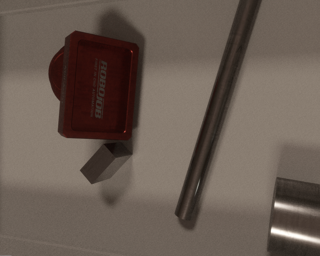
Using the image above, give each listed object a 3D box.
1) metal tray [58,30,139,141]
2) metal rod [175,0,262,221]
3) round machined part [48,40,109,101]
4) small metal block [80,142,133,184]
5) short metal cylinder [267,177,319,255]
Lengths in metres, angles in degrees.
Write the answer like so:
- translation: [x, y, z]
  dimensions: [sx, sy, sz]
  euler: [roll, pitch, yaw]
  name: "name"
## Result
- translation: [-0.079, -0.051, 0.403]
  dimensions: [0.030, 0.091, 0.129]
  euler: [8, 94, 60]
  name: "metal tray"
- translation: [0.073, -0.029, 0.384]
  dimensions: [0.025, 0.025, 0.298]
  euler: [18, 96, 18]
  name: "metal rod"
- translation: [-0.118, -0.077, 0.442]
  dimensions: [0.098, 0.042, 0.097]
  euler: [0, 90, 19]
  name: "round machined part"
- translation: [-0.072, 0.046, 0.421]
  dimensions: [0.025, 0.050, 0.050]
  euler: [46, 104, 14]
  name: "small metal block"
- translation: [0.146, 0.096, 0.330]
  dimensions: [0.050, 0.080, 0.079]
  euler: [8, 93, 19]
  name: "short metal cylinder"
